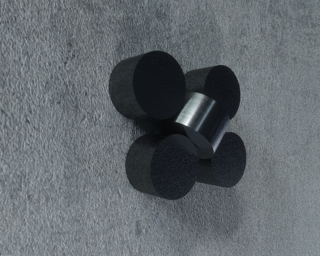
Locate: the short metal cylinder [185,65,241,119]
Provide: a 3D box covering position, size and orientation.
[{"bbox_3d":[0.072,-0.048,0.450,0.081,0.050,0.079,0,90,-40],"label":"short metal cylinder"}]

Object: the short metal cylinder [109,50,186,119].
[{"bbox_3d":[-0.015,-0.050,0.378,0.081,0.050,0.079,0,90,-40],"label":"short metal cylinder"}]

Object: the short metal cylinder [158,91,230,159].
[{"bbox_3d":[0.045,-0.003,0.411,0.080,0.080,0.050,47,62,-30],"label":"short metal cylinder"}]

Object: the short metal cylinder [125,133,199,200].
[{"bbox_3d":[0.004,0.047,0.394,0.081,0.050,0.079,0,90,-40],"label":"short metal cylinder"}]

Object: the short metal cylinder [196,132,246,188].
[{"bbox_3d":[0.084,0.045,0.462,0.081,0.050,0.079,0,90,-40],"label":"short metal cylinder"}]
